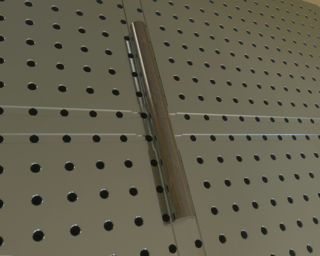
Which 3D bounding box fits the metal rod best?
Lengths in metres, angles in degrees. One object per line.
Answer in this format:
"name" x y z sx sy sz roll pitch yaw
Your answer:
"metal rod" -0.003 -0.027 0.422 0.025 0.025 0.299 1 62 -28
